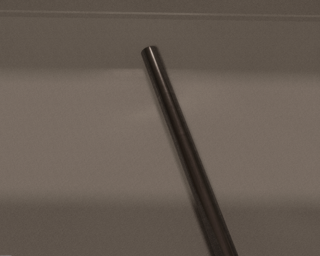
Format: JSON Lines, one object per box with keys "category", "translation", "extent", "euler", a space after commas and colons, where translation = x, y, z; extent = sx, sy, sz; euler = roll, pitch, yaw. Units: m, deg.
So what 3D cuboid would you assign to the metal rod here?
{"category": "metal rod", "translation": [0.032, 0.022, 0.401], "extent": [0.025, 0.025, 0.299], "euler": [-17, 71, -7]}
